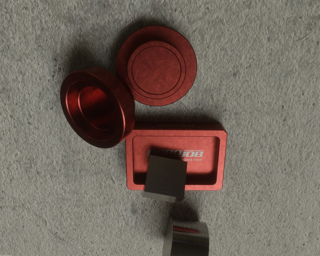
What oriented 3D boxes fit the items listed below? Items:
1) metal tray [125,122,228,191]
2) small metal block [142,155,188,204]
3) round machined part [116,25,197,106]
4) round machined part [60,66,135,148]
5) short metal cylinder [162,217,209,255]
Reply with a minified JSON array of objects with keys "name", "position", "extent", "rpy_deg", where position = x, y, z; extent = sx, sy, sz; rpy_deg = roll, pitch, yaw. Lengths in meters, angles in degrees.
[{"name":"metal tray","position":[0.020,0.039,0.421],"extent":[0.131,0.030,0.089],"rpy_deg":[0,110,-1]},{"name":"small metal block","position":[0.007,0.067,0.405],"extent":[0.050,0.050,0.025],"rpy_deg":[11,150,-4]},{"name":"round machined part","position":[-0.004,-0.072,0.374],"extent":[0.099,0.042,0.097],"rpy_deg":[0,110,-1]},{"name":"round machined part","position":[-0.070,-0.028,0.374],"extent":[0.098,0.042,0.097],"rpy_deg":[17,124,27]},{"name":"short metal cylinder","position":[0.035,0.173,0.445],"extent":[0.050,0.080,0.079],"rpy_deg":[10,110,-4]}]
